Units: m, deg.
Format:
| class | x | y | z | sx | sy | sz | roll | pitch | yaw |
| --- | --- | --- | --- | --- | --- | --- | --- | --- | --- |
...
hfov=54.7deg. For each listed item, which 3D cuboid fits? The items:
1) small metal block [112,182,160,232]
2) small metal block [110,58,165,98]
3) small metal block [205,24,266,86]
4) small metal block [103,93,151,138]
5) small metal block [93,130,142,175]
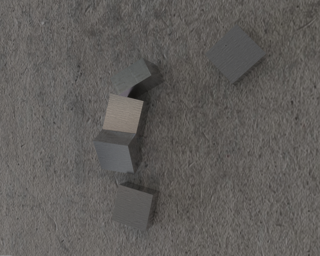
| class | x | y | z | sx | sy | sz | roll | pitch | yaw |
| --- | --- | --- | --- | --- | --- | --- | --- | --- | --- |
| small metal block | -0.033 | 0.105 | 0.420 | 0.050 | 0.025 | 0.050 | 13 | 94 | 19 |
| small metal block | -0.028 | -0.063 | 0.406 | 0.050 | 0.050 | 0.025 | -29 | 81 | 17 |
| small metal block | 0.092 | -0.087 | 0.376 | 0.050 | 0.025 | 0.050 | -43 | 77 | 15 |
| small metal block | -0.046 | -0.017 | 0.425 | 0.050 | 0.025 | 0.050 | 15 | 95 | 19 |
| small metal block | -0.056 | 0.032 | 0.416 | 0.050 | 0.025 | 0.050 | 7 | 128 | 20 |
